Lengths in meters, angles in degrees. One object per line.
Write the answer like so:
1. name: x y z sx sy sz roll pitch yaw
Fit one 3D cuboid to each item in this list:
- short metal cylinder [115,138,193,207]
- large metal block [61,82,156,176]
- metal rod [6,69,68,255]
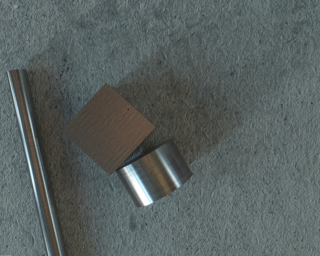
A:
1. short metal cylinder: -0.007 0.054 0.383 0.080 0.080 0.050 -30 90 0
2. large metal block: -0.062 0.001 0.397 0.080 0.050 0.080 42 90 0
3. metal rod: -0.157 0.072 0.408 0.025 0.025 0.298 -12 90 0
